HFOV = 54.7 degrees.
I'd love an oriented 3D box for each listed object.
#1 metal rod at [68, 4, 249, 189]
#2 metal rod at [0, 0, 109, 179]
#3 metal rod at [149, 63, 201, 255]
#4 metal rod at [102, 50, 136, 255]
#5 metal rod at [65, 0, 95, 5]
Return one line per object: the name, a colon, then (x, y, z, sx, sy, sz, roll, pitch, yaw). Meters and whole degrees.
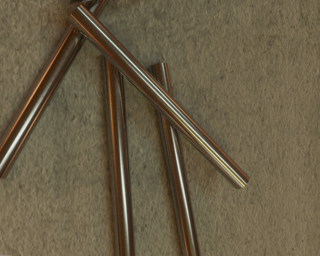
metal rod: (0.009, -0.028, 0.385, 0.300, 0.025, 0.025, 45, 76, -15)
metal rod: (-0.116, -0.081, 0.366, 0.025, 0.025, 0.299, 30, 80, -18)
metal rod: (0.024, 0.063, 0.419, 0.025, 0.025, 0.298, -12, 94, -20)
metal rod: (-0.050, 0.053, 0.391, 0.025, 0.025, 0.298, -4, 92, -20)
metal rod: (0.023, -0.200, 0.401, 0.302, 0.025, 0.025, -23, 98, -25)
